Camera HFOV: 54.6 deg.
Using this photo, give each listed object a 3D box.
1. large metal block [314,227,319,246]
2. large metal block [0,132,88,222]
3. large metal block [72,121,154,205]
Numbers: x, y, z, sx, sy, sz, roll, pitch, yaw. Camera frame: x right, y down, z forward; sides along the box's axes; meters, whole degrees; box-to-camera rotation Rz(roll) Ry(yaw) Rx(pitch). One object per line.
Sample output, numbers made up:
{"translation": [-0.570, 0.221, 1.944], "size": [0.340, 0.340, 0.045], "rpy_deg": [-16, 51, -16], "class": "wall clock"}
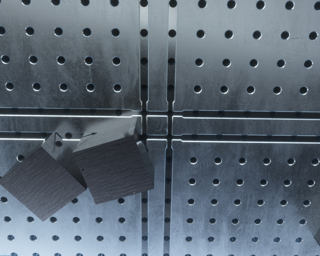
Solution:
{"translation": [0.295, 0.158, 0.460], "size": [0.080, 0.050, 0.080], "rpy_deg": [16, 109, -6], "class": "large metal block"}
{"translation": [-0.152, 0.066, 0.423], "size": [0.080, 0.050, 0.080], "rpy_deg": [-37, 106, 12], "class": "large metal block"}
{"translation": [-0.058, 0.046, 0.417], "size": [0.080, 0.050, 0.080], "rpy_deg": [-17, 109, 6], "class": "large metal block"}
